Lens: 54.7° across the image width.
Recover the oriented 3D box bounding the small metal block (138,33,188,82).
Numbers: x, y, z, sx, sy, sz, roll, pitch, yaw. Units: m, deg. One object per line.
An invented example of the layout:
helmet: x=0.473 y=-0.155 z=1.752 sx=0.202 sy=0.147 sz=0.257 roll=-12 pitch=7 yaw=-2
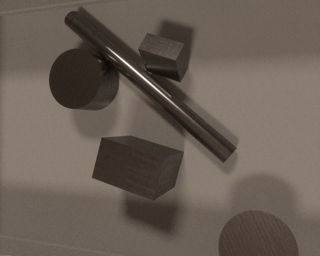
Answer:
small metal block: x=0.006 y=-0.088 z=0.391 sx=0.050 sy=0.050 sz=0.025 roll=22 pitch=73 yaw=18

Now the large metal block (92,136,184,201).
large metal block: x=-0.024 y=0.045 z=0.389 sx=0.080 sy=0.080 sz=0.050 roll=16 pitch=96 yaw=19

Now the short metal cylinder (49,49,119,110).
short metal cylinder: x=-0.105 y=-0.065 z=0.433 sx=0.080 sy=0.050 sz=0.079 roll=0 pitch=90 yaw=19

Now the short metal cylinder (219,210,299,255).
short metal cylinder: x=0.110 y=0.135 z=0.347 sx=0.080 sy=0.050 sz=0.080 roll=-6 pitch=70 yaw=19

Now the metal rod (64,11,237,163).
metal rod: x=-0.022 y=-0.063 z=0.417 sx=0.300 sy=0.025 sz=0.025 roll=42 pitch=103 yaw=14
